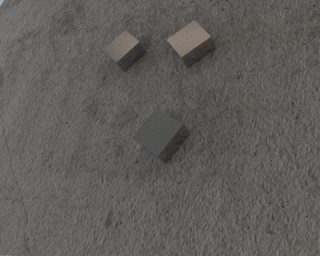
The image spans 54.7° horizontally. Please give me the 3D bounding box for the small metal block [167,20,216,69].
[{"bbox_3d":[0.046,-0.124,0.456,0.050,0.025,0.050,-35,51,5],"label":"small metal block"}]

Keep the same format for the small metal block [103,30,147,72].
[{"bbox_3d":[-0.059,-0.128,0.513,0.050,0.025,0.050,-42,51,-1],"label":"small metal block"}]

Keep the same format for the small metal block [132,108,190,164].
[{"bbox_3d":[0.001,0.010,0.397,0.050,0.025,0.050,33,80,38],"label":"small metal block"}]
